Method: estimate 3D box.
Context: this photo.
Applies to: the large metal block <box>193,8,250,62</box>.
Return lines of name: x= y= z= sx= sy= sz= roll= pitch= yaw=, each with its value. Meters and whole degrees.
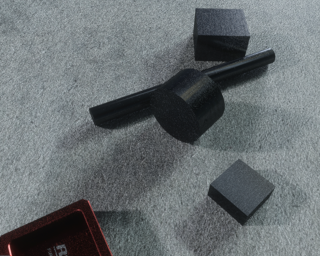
large metal block: x=0.100 y=-0.157 z=0.520 sx=0.081 sy=0.050 sz=0.080 roll=2 pitch=50 yaw=1

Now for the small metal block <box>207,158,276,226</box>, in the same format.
small metal block: x=0.090 y=0.070 z=0.345 sx=0.050 sy=0.025 sz=0.050 roll=-35 pitch=59 yaw=-26

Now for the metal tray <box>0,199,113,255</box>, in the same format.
metal tray: x=-0.084 y=0.140 z=0.280 sx=0.091 sy=0.030 sz=0.130 roll=-22 pitch=54 yaw=-18

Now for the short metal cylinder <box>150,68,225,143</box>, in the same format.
short metal cylinder: x=0.034 y=-0.028 z=0.392 sx=0.080 sy=0.080 sz=0.050 roll=35 pitch=58 yaw=25

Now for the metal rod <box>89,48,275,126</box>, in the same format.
metal rod: x=0.044 y=-0.066 z=0.459 sx=0.302 sy=0.025 sz=0.025 roll=-21 pitch=53 yaw=-17
